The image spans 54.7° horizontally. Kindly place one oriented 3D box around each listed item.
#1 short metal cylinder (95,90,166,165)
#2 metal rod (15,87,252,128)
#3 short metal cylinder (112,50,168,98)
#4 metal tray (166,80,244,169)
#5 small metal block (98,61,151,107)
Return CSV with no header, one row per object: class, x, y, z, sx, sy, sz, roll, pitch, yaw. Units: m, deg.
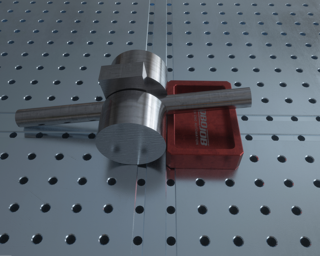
short metal cylinder,-0.033,0.001,0.370,0.080,0.080,0.050,1,50,1
metal rod,-0.039,-0.025,0.398,0.301,0.025,0.025,-5,50,7
short metal cylinder,-0.030,-0.058,0.418,0.081,0.080,0.050,1,50,0
metal tray,0.054,-0.009,0.412,0.091,0.030,0.130,1,50,1
small metal block,-0.040,-0.049,0.371,0.050,0.050,0.025,-5,50,7
